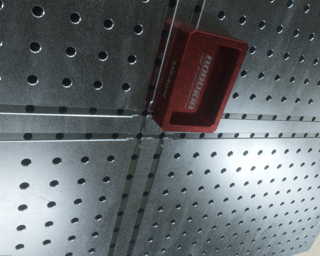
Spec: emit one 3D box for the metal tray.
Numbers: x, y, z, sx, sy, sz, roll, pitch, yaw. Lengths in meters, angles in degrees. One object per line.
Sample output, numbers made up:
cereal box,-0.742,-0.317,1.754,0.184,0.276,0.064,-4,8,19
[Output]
metal tray,0.050,-0.058,0.401,0.091,0.030,0.129,3,117,-30
